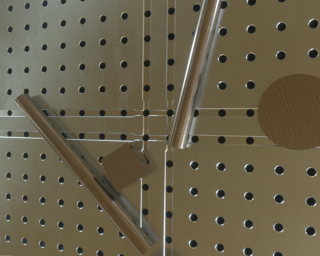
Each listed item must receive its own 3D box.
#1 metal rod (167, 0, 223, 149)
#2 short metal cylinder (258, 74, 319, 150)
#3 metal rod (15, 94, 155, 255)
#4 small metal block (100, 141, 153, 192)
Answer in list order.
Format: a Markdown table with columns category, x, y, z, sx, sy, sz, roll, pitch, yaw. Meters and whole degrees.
| category | x | y | z | sx | sy | sz | roll | pitch | yaw |
| --- | --- | --- | --- | --- | --- | --- | --- | --- | --- |
| metal rod | 0.056 | -0.121 | 0.392 | 0.025 | 0.025 | 0.298 | 15 | 95 | 19 |
| short metal cylinder | 0.152 | -0.017 | 0.345 | 0.080 | 0.050 | 0.080 | 0 | 90 | 20 |
| metal rod | -0.117 | 0.060 | 0.453 | 0.300 | 0.025 | 0.025 | 46 | 104 | 14 |
| small metal block | -0.046 | 0.053 | 0.429 | 0.050 | 0.025 | 0.050 | -33 | 80 | 17 |
